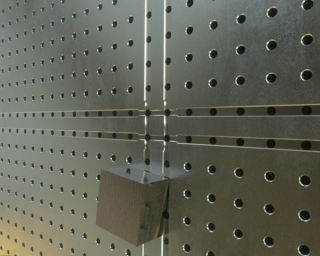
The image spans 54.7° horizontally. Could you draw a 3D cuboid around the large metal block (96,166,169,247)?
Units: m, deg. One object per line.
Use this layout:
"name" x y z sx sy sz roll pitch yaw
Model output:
"large metal block" -0.039 0.101 0.423 0.080 0.050 0.079 11 97 39
